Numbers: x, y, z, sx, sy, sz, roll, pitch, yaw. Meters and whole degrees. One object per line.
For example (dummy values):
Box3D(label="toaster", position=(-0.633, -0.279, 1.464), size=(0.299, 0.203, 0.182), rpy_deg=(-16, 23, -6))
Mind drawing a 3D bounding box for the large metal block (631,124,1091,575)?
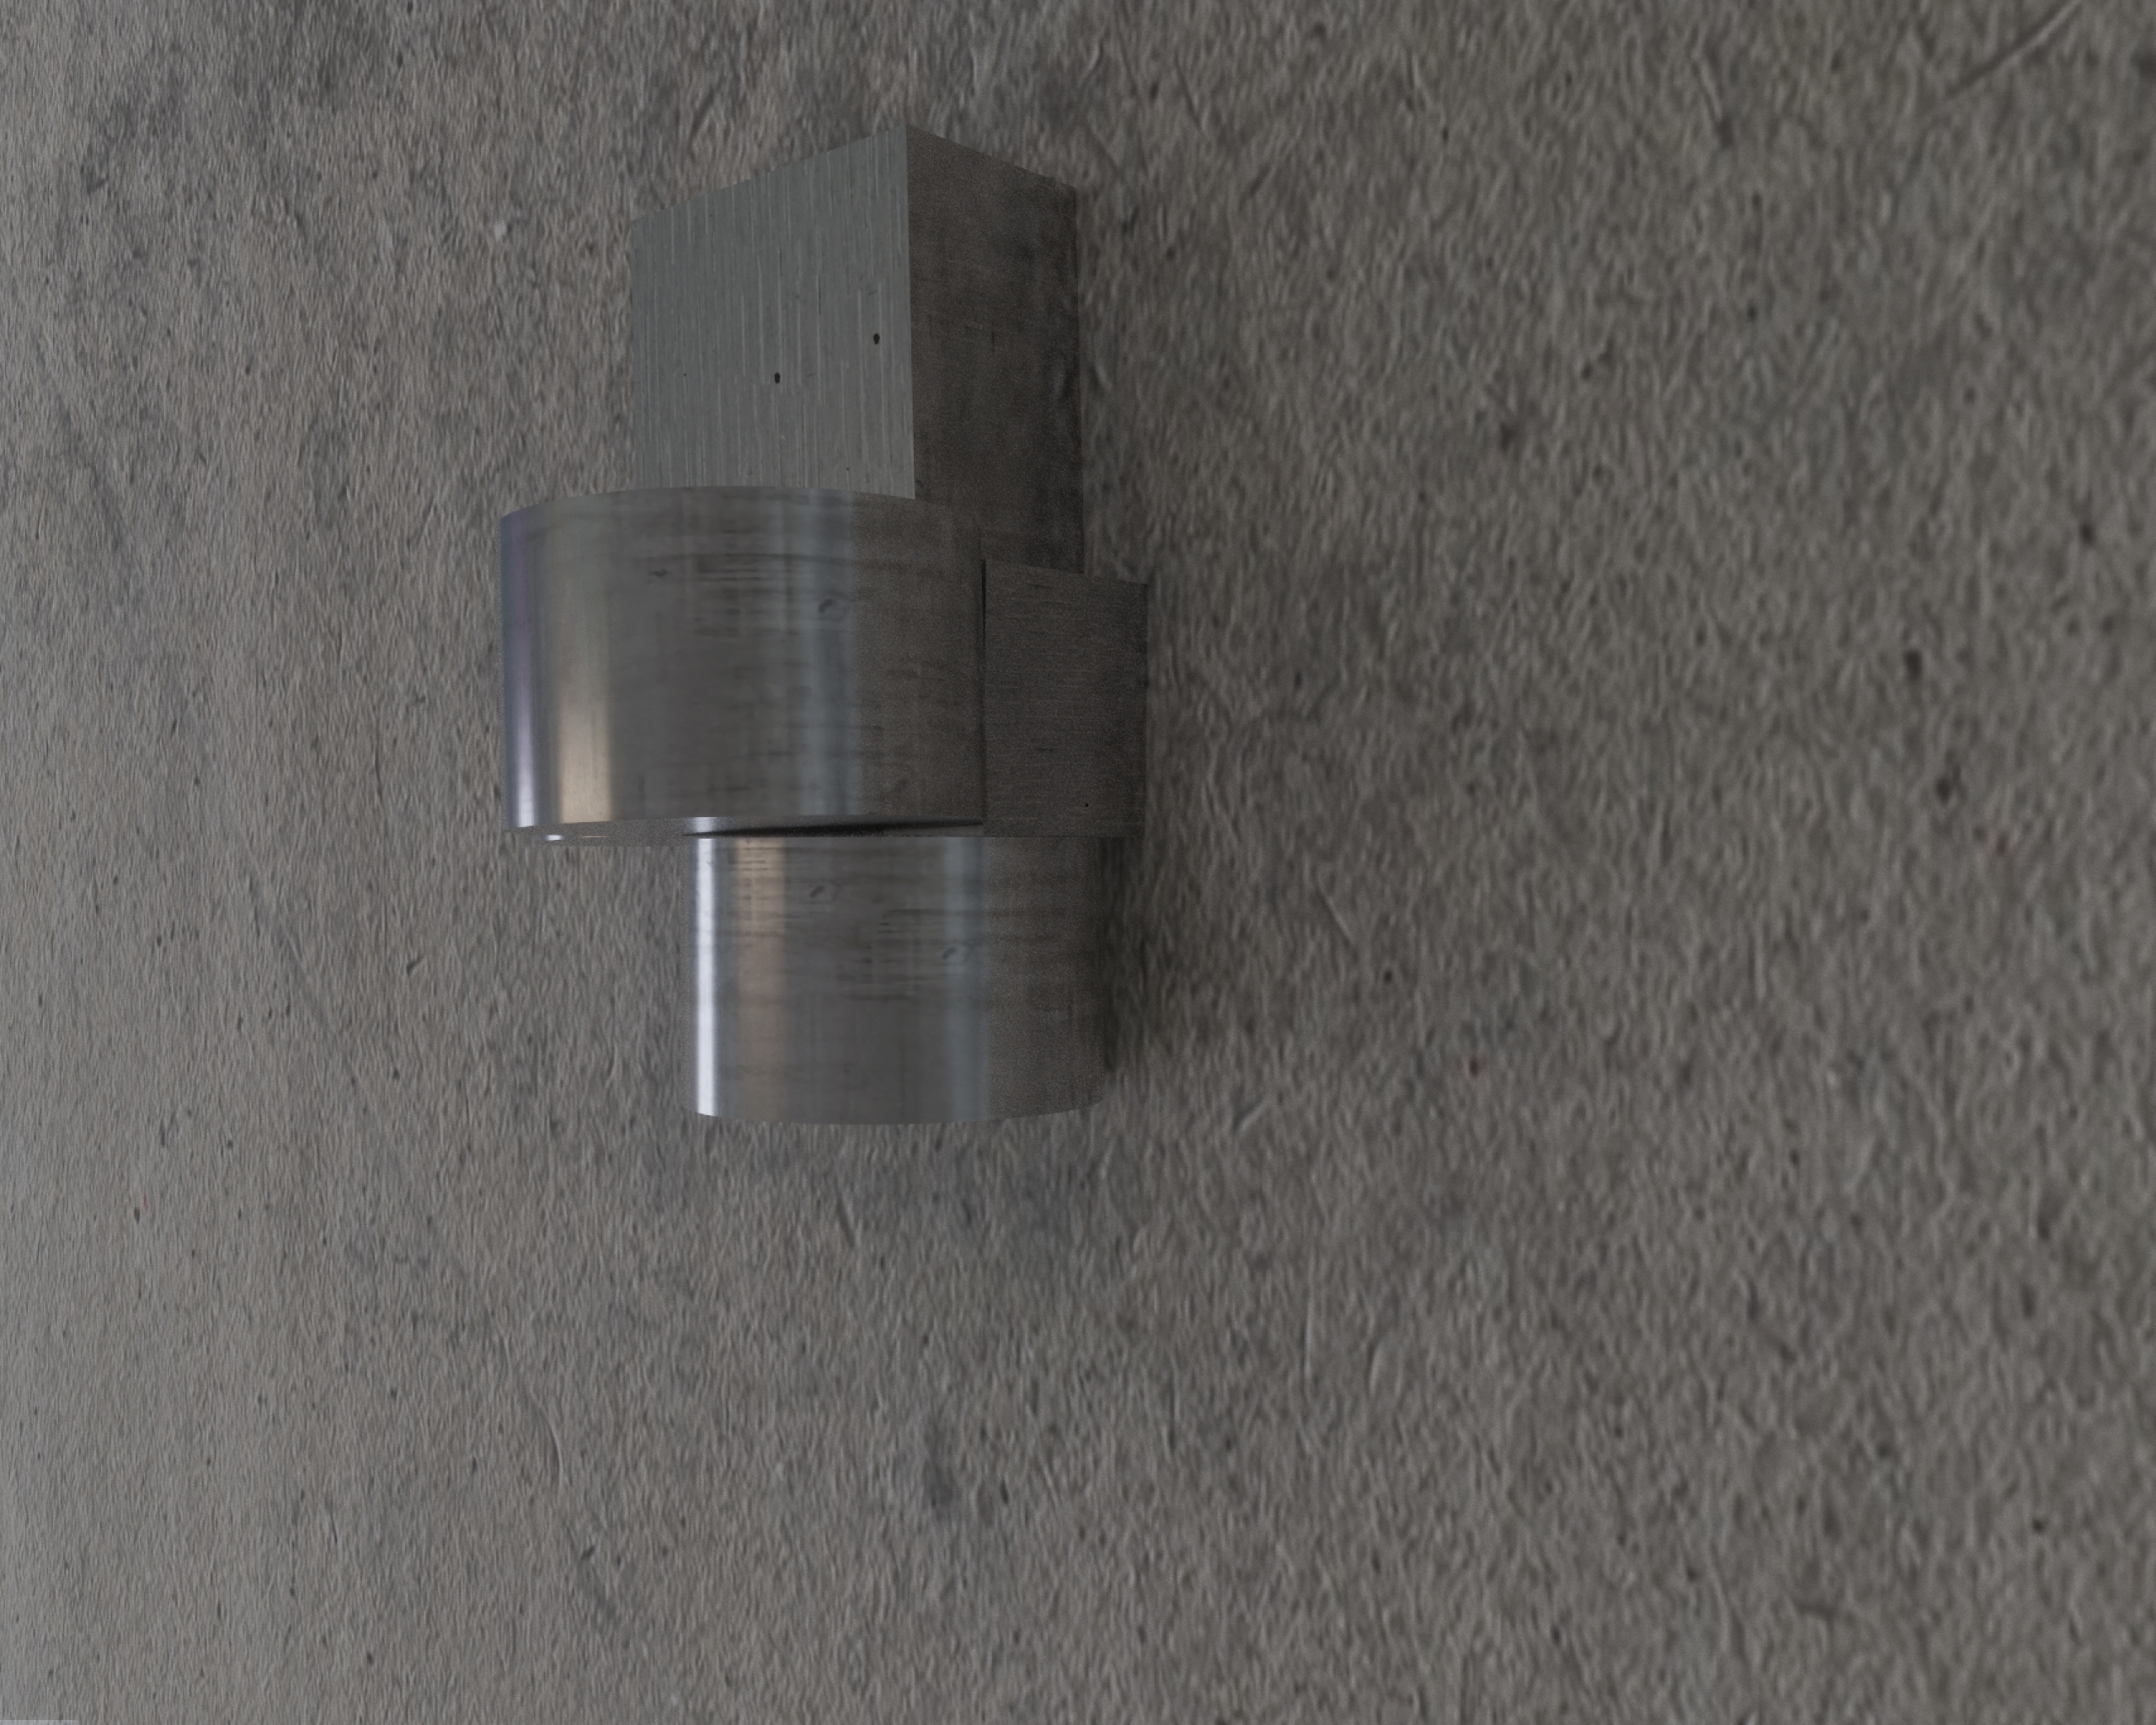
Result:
Box3D(label="large metal block", position=(-0.045, -0.095, 0.429), size=(0.080, 0.050, 0.080), rpy_deg=(-2, 89, 40))

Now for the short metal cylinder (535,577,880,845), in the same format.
Box3D(label="short metal cylinder", position=(-0.071, -0.030, 0.430), size=(0.080, 0.081, 0.050), rpy_deg=(-3, 89, 40))

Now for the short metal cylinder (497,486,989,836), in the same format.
Box3D(label="short metal cylinder", position=(-0.056, -0.031, 0.352), size=(0.080, 0.081, 0.050), rpy_deg=(-3, 89, 40))

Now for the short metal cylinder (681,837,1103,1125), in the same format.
Box3D(label="short metal cylinder", position=(-0.035, 0.020, 0.401), size=(0.080, 0.081, 0.050), rpy_deg=(0, 90, 40))

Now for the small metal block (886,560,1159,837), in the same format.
Box3D(label="small metal block", position=(-0.010, -0.030, 0.401), size=(0.025, 0.050, 0.050), rpy_deg=(1, 91, 40))
